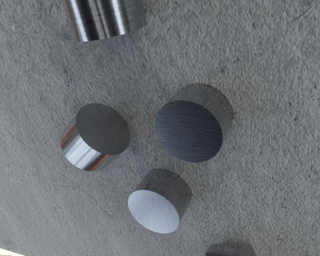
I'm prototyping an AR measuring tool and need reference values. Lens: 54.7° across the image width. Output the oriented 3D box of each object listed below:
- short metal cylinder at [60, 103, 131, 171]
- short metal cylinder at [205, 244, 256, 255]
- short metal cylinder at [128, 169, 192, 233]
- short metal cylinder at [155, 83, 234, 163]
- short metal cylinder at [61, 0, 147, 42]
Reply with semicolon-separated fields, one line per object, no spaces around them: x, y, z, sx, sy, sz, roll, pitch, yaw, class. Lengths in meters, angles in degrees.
-0.088;0.013;0.426;0.080;0.080;0.050;46;129;-4;short metal cylinder
0.104;0.209;0.445;0.050;0.080;0.080;-15;111;34;short metal cylinder
0.000;0.107;0.457;0.080;0.050;0.079;13;124;21;short metal cylinder
0.041;-0.006;0.365;0.080;0.050;0.079;13;124;21;short metal cylinder
-0.058;-0.126;0.324;0.080;0.080;0.050;2;119;27;short metal cylinder
